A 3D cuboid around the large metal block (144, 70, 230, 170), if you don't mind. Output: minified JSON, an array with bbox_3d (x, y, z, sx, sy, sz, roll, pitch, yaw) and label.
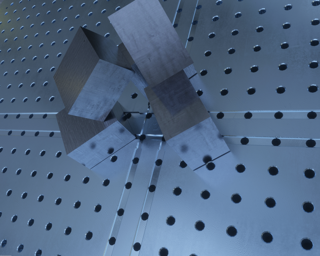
[{"bbox_3d":[0.032,-0.009,0.359,0.050,0.080,0.080,-30,52,9],"label":"large metal block"}]

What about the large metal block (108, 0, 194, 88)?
[{"bbox_3d":[-0.010,-0.092,0.343,0.050,0.080,0.080,-31,9,3],"label":"large metal block"}]

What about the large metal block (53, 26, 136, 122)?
[{"bbox_3d":[-0.086,-0.068,0.393,0.080,0.050,0.080,-53,47,23],"label":"large metal block"}]

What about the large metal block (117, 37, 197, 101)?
[{"bbox_3d":[-0.007,-0.091,0.429,0.080,0.080,0.050,-36,52,4],"label":"large metal block"}]

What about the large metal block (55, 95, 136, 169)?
[{"bbox_3d":[-0.092,-0.003,0.440,0.080,0.050,0.080,-34,52,5],"label":"large metal block"}]
